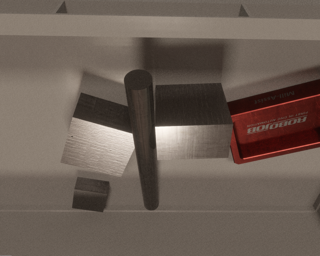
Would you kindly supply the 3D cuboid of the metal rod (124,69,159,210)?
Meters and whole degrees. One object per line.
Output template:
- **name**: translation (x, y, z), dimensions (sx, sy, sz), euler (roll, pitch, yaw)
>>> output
- **metal rod**: translation (-0.017, 0.042, 0.395), dimensions (0.025, 0.025, 0.299), euler (-1, 146, 0)

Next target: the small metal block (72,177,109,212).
- **small metal block**: translation (-0.112, 0.108, 0.500), dimensions (0.050, 0.025, 0.050), euler (11, 129, -10)

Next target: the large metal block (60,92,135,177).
- **large metal block**: translation (-0.075, 0.011, 0.401), dimensions (0.081, 0.050, 0.079), euler (16, 128, -14)

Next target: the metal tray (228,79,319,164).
- **metal tray**: translation (0.153, -0.005, 0.404), dimensions (0.130, 0.030, 0.090), euler (-14, 129, 11)

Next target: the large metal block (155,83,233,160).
- **large metal block**: translation (0.036, -0.009, 0.366), dimensions (0.081, 0.080, 0.050), euler (-2, 130, 1)
